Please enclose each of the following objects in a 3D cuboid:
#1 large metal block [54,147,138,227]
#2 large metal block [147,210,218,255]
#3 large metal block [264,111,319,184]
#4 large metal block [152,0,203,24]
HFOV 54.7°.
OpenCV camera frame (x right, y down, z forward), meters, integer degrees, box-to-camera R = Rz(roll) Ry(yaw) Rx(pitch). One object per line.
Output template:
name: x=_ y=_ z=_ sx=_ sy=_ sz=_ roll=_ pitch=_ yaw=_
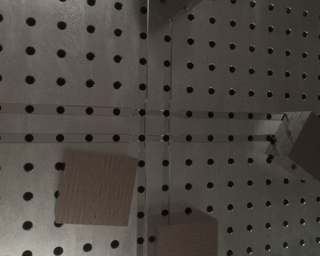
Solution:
large metal block: x=-0.077 y=0.069 z=0.372 sx=0.081 sy=0.050 sz=0.080 roll=10 pitch=87 yaw=-20
large metal block: x=0.028 y=0.159 z=0.411 sx=0.081 sy=0.050 sz=0.079 roll=1 pitch=90 yaw=-21
large metal block: x=0.226 y=0.030 z=0.485 sx=0.080 sy=0.050 sz=0.080 roll=35 pitch=78 yaw=-17
large metal block: x=0.020 y=-0.191 z=0.392 sx=0.050 sy=0.080 sz=0.080 roll=-34 pitch=102 yaw=-17
